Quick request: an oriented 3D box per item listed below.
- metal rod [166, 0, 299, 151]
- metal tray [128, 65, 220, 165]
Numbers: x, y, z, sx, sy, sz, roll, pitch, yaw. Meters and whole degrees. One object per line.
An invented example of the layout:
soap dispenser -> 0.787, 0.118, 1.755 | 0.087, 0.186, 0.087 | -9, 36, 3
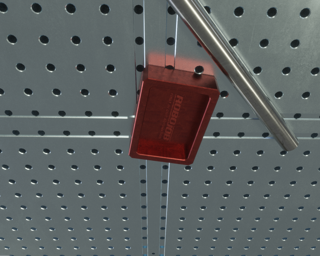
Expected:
metal rod -> 0.087, -0.066, 0.356 | 0.025, 0.025, 0.300 | -32, 124, 24
metal tray -> 0.013, -0.011, 0.399 | 0.091, 0.030, 0.129 | 8, 130, -8
